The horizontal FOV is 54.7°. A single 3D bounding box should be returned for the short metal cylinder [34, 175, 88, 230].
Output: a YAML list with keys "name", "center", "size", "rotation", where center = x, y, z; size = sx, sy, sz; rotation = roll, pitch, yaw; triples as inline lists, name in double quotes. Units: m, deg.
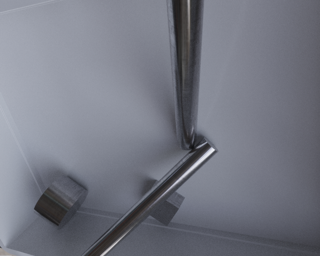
- name: "short metal cylinder"
  center: [-0.171, 0.129, 0.541]
  size: [0.050, 0.080, 0.079]
  rotation: [35, 129, 5]

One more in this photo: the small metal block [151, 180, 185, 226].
- name: "small metal block"
  center: [0.003, 0.116, 0.477]
  size: [0.050, 0.025, 0.050]
  rotation: [31, 128, 7]

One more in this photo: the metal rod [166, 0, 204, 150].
- name: "metal rod"
  center: [0.023, -0.051, 0.271]
  size: [0.025, 0.025, 0.299]
  rotation: [21, 157, 15]

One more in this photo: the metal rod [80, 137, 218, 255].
- name: "metal rod"
  center: [-0.038, 0.124, 0.423]
  size: [0.025, 0.025, 0.299]
  rotation: [44, 103, -3]
